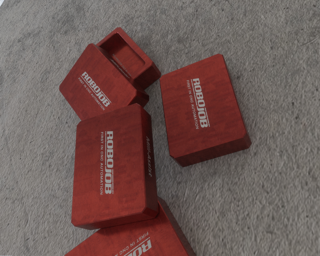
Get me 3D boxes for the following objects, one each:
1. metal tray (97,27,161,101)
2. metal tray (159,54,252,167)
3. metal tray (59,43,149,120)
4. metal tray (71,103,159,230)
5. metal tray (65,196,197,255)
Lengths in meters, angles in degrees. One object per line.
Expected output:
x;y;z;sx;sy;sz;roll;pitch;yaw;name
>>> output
-0.068;-0.098;0.496;0.090;0.030;0.130;-39;51;2;metal tray
0.052;-0.025;0.388;0.090;0.030;0.130;-19;54;17;metal tray
-0.085;-0.051;0.448;0.090;0.030;0.130;-50;59;14;metal tray
-0.053;0.043;0.358;0.090;0.030;0.130;-16;59;18;metal tray
-0.034;0.143;0.331;0.130;0.030;0.090;-37;51;3;metal tray
